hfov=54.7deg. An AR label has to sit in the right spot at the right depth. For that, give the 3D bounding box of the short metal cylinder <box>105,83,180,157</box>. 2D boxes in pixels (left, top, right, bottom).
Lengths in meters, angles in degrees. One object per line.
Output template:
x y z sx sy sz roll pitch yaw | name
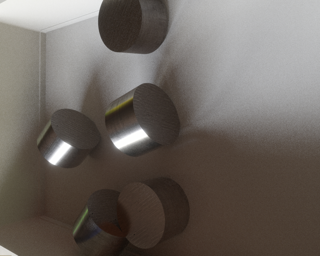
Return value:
-0.021 -0.009 0.386 0.050 0.081 0.080 -25 75 37 | short metal cylinder

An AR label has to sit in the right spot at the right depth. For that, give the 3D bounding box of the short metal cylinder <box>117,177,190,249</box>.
-0.009 0.106 0.396 0.080 0.050 0.079 0 90 39 | short metal cylinder

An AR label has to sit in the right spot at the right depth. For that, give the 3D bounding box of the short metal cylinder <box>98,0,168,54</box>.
-0.036 -0.140 0.412 0.080 0.050 0.079 8 103 38 | short metal cylinder

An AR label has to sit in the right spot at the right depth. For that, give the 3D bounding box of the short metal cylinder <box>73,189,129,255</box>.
-0.073 0.132 0.429 0.080 0.081 0.050 48 118 29 | short metal cylinder

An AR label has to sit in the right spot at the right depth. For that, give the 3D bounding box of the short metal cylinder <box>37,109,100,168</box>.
-0.143 0.016 0.486 0.050 0.081 0.080 -47 63 30 | short metal cylinder
